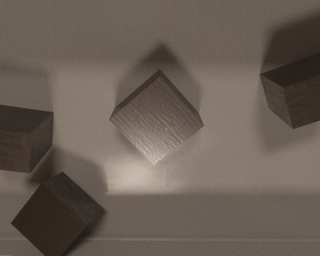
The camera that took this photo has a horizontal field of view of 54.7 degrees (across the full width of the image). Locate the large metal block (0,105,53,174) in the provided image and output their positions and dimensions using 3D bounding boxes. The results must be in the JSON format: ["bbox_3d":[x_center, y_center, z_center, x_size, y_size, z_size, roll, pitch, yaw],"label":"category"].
[{"bbox_3d":[-0.186,0.010,0.383,0.081,0.080,0.050,8,110,-4],"label":"large metal block"}]

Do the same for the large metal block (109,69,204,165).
[{"bbox_3d":[-0.004,-0.015,0.393,0.080,0.050,0.080,-39,106,13],"label":"large metal block"}]

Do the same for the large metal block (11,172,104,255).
[{"bbox_3d":[-0.141,0.122,0.429,0.080,0.050,0.080,41,105,4],"label":"large metal block"}]

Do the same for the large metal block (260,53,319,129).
[{"bbox_3d":[0.176,-0.047,0.367,0.080,0.080,0.050,-19,109,6],"label":"large metal block"}]
